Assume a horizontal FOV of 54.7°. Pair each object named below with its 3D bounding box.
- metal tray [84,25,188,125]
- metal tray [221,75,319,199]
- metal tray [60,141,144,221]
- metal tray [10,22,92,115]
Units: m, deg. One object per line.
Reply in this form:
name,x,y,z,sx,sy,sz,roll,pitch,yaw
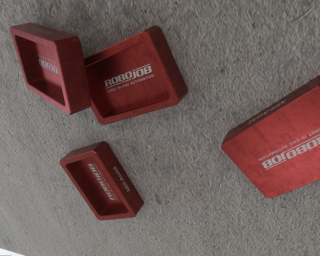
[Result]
metal tray,-0.041,-0.060,0.387,0.130,0.030,0.090,-14,112,33
metal tray,0.145,0.016,0.337,0.090,0.030,0.129,48,129,-6
metal tray,-0.095,0.091,0.509,0.090,0.030,0.130,-17,110,35
metal tray,-0.142,-0.080,0.398,0.130,0.030,0.089,26,131,40
